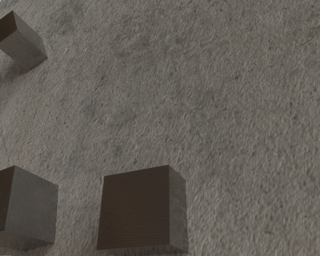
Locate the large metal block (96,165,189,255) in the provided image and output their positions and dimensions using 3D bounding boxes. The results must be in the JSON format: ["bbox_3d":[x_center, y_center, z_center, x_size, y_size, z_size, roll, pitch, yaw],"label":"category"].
[{"bbox_3d":[-0.017,0.093,0.339,0.080,0.050,0.080,-13,56,20],"label":"large metal block"}]

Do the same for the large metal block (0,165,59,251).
[{"bbox_3d":[-0.180,0.105,0.396,0.050,0.080,0.080,-20,54,16],"label":"large metal block"}]

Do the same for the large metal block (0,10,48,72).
[{"bbox_3d":[-0.277,-0.172,0.616,0.050,0.080,0.080,-35,52,5],"label":"large metal block"}]
